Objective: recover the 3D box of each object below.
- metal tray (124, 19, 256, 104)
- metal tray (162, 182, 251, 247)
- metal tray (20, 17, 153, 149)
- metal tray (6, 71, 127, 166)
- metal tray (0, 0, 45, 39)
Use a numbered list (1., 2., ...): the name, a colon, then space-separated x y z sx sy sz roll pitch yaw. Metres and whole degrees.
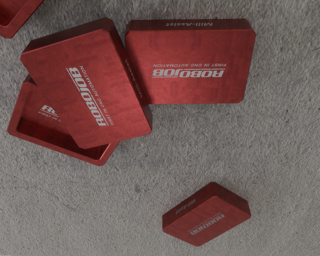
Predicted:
1. metal tray: 0.031 -0.071 0.343 0.131 0.030 0.089 -1 130 0
2. metal tray: 0.077 0.153 0.535 0.090 0.030 0.129 32 123 -25
3. metal tray: -0.070 -0.040 0.329 0.090 0.030 0.130 -14 129 11
4. metal tray: -0.115 -0.008 0.395 0.131 0.030 0.089 23 126 -19
5. metal tray: -0.133 -0.154 0.271 0.130 0.030 0.090 -35 122 25
